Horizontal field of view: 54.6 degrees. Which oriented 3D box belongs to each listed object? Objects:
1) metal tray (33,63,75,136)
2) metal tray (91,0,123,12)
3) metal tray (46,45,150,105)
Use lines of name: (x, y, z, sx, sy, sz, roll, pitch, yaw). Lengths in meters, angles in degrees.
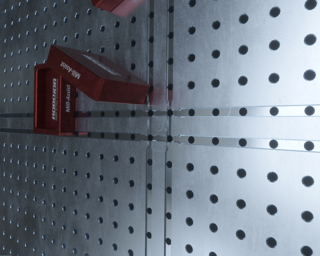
metal tray: (-0.195, -0.053, 0.568, 0.090, 0.030, 0.129, 3, 92, 40)
metal tray: (-0.057, -0.246, 0.454, 0.130, 0.030, 0.090, -25, 75, 37)
metal tray: (-0.089, -0.076, 0.441, 0.130, 0.091, 0.030, 35, 112, 34)
